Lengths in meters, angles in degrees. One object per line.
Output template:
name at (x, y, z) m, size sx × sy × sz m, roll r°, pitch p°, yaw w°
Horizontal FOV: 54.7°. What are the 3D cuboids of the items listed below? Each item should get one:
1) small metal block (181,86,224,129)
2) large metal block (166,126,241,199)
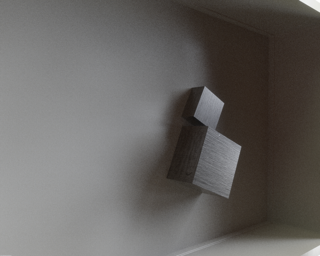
small metal block at (0.065, -0.027, 0.464) m, size 0.050 × 0.025 × 0.050 m, roll 34°, pitch 69°, yaw -35°
large metal block at (0.065, 0.049, 0.448) m, size 0.080 × 0.050 × 0.080 m, roll 29°, pitch 72°, yaw -37°
